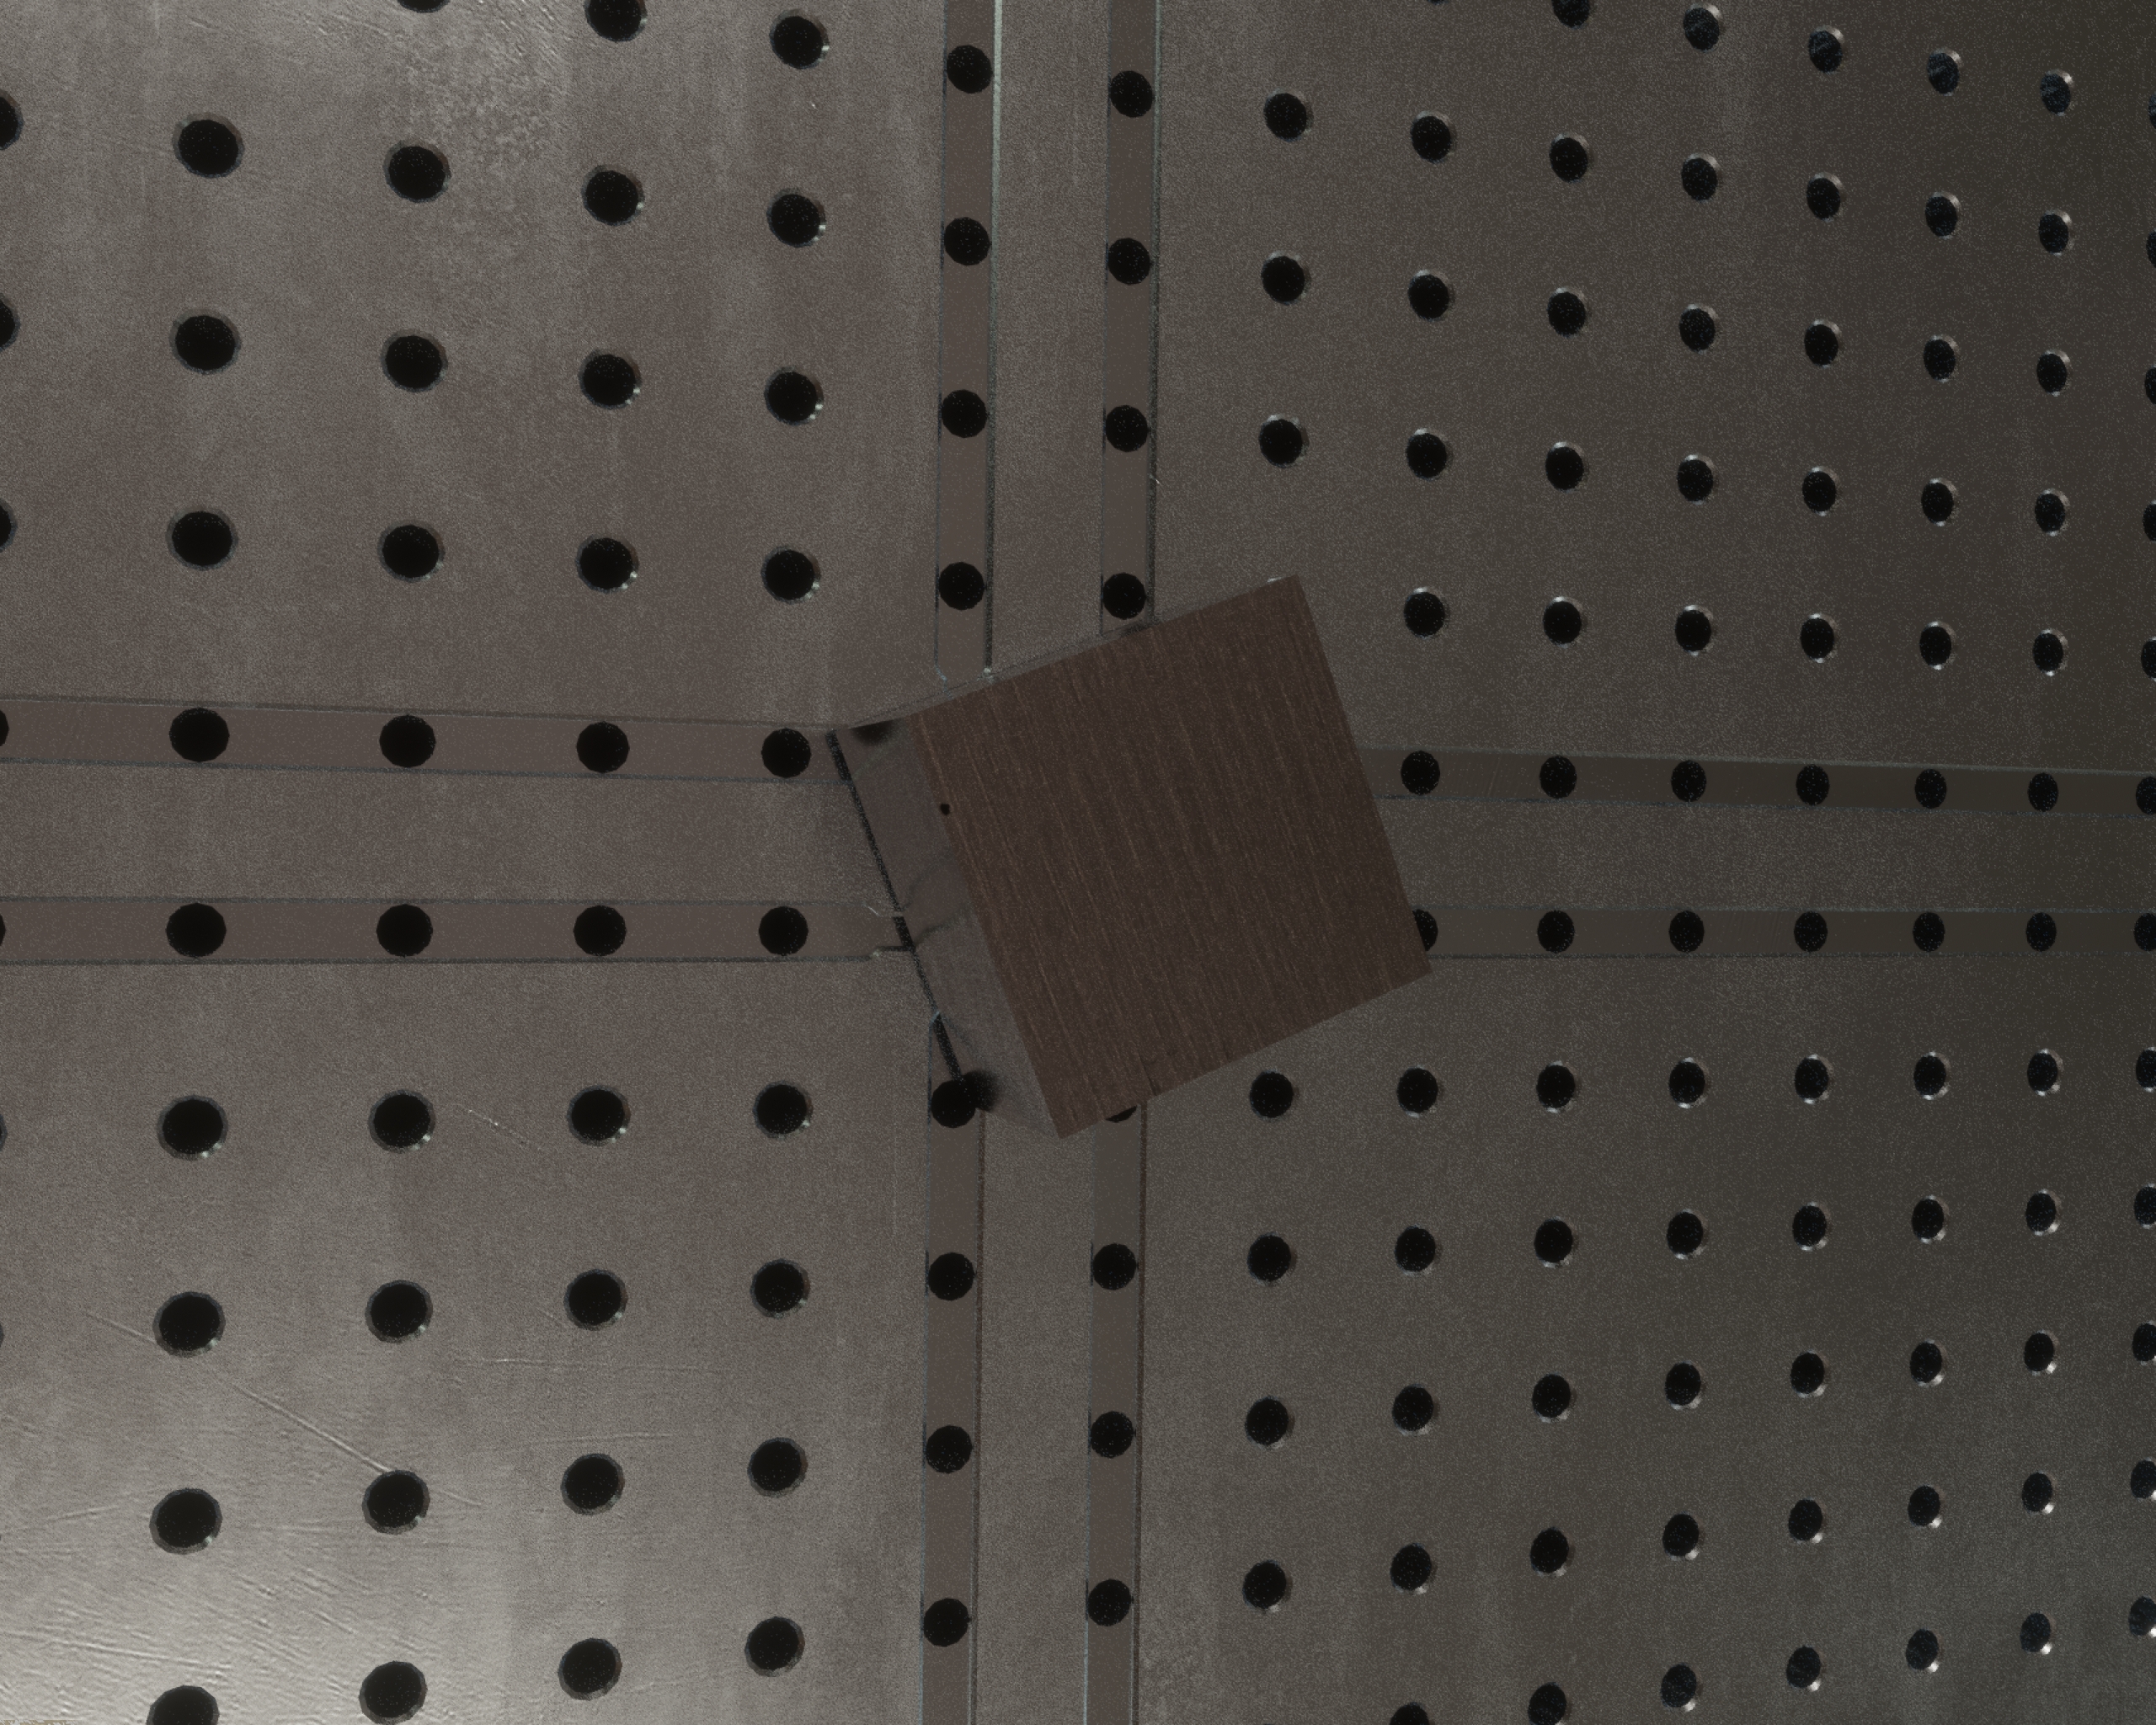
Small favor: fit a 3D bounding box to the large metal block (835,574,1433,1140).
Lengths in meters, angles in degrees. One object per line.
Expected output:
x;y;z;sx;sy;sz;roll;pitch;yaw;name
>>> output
0.010;-0.002;0.401;0.081;0.050;0.080;-22;98;-19;large metal block
